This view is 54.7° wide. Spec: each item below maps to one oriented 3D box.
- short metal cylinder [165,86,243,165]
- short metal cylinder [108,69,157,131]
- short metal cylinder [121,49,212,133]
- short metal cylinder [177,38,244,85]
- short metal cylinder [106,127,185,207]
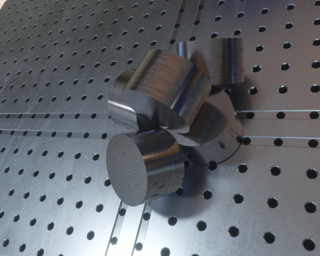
[{"bbox_3d":[0.052,-0.003,0.366,0.080,0.050,0.080,-14,55,21],"label":"short metal cylinder"},{"bbox_3d":[-0.021,-0.033,0.404,0.050,0.080,0.080,20,73,36],"label":"short metal cylinder"},{"bbox_3d":[0.007,-0.037,0.326,0.080,0.080,0.050,19,72,35],"label":"short metal cylinder"},{"bbox_3d":[0.062,-0.081,0.381,0.080,0.080,0.050,2,103,29],"label":"short metal cylinder"},{"bbox_3d":[-0.018,0.042,0.349,0.080,0.050,0.079,15,110,49],"label":"short metal cylinder"}]
